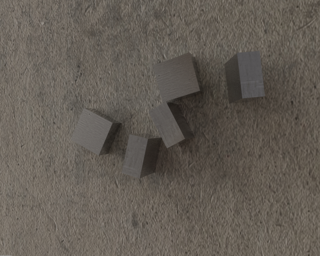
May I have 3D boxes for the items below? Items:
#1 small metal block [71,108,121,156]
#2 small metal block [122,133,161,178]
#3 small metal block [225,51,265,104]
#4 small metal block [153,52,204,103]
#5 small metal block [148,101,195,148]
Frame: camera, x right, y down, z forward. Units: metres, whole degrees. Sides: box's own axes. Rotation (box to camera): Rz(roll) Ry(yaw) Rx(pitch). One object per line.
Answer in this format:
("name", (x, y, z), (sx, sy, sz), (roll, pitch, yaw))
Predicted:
("small metal block", (-0.091, 0.005, 0.441), (0.050, 0.025, 0.050), (27, 99, 18))
("small metal block", (-0.023, 0.034, 0.404), (0.025, 0.050, 0.050), (14, 95, 19))
("small metal block", (0.097, -0.057, 0.358), (0.025, 0.050, 0.050), (-6, 88, -4))
("small metal block", (0.024, -0.063, 0.400), (0.050, 0.025, 0.050), (-16, 85, 19))
("small metal block", (0.016, -0.004, 0.390), (0.025, 0.050, 0.050), (-30, 81, 18))
